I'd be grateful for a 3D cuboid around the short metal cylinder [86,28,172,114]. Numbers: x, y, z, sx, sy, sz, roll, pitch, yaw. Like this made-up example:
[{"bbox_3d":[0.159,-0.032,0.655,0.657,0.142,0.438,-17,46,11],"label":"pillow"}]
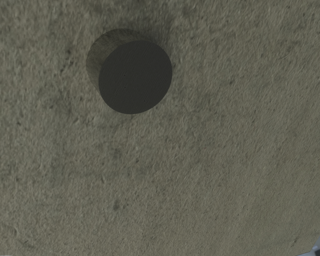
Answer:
[{"bbox_3d":[-0.034,-0.062,0.335,0.081,0.050,0.079,-14,125,-21],"label":"short metal cylinder"}]
